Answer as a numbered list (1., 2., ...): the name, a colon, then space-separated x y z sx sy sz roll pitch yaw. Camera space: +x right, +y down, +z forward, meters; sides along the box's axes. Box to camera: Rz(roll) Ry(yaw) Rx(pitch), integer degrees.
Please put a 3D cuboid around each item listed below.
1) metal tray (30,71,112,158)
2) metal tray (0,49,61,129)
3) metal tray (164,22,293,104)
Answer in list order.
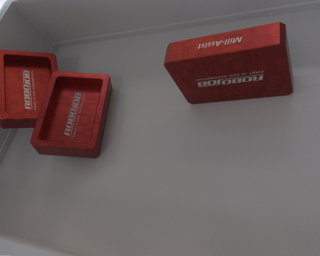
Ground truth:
1. metal tray: -0.127 -0.023 0.460 0.091 0.030 0.130 4 61 1
2. metal tray: -0.211 -0.064 0.501 0.030 0.091 0.130 -50 48 53
3. metal tray: 0.082 -0.069 0.363 0.130 0.090 0.030 -4 60 26
